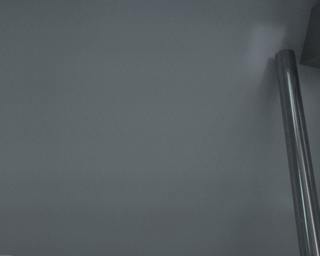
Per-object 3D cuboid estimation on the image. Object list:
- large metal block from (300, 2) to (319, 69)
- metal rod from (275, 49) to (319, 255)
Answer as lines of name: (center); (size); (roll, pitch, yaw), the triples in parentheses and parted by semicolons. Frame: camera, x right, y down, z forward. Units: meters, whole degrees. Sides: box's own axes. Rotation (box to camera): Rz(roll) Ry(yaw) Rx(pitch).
large metal block: (0.226, -0.121, 0.387); (0.050, 0.080, 0.080); (12, 90, 0)
metal rod: (0.161, 0.039, 0.357); (0.025, 0.025, 0.299); (3, 67, 0)
